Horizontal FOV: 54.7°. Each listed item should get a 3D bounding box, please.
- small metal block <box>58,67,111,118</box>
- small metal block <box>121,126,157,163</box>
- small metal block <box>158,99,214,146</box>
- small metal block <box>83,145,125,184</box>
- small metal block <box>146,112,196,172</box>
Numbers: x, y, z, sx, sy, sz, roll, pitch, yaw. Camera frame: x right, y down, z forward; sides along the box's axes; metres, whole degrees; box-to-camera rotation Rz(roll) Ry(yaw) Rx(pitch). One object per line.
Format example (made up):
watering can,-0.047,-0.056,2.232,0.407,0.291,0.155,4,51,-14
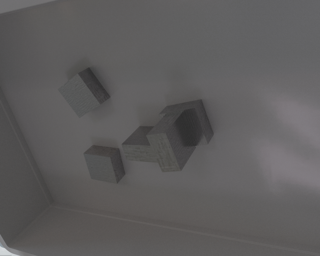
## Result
small metal block,-0.107,-0.049,0.435,0.050,0.025,0.050,-26,105,37
small metal block,-0.014,0.021,0.413,0.050,0.050,0.025,1,119,28
small metal block,0.033,-0.004,0.388,0.050,0.025,0.050,-9,114,32
small metal block,-0.087,0.057,0.490,0.050,0.025,0.050,5,121,25
small metal block,0.015,0.016,0.362,0.025,0.050,0.050,-9,114,32
